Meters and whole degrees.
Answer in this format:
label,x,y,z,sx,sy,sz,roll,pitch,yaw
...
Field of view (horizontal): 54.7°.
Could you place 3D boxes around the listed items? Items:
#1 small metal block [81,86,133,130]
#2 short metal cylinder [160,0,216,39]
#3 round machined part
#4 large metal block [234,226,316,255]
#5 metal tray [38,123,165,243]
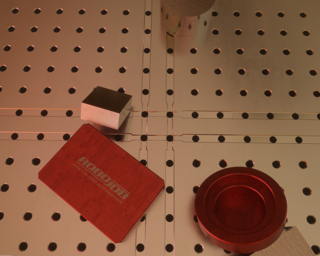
label,x,y,z,sx,sy,sz,roll,pitch,yaw
small metal block,-0.069,-0.028,0.408,0.050,0.025,0.050,17,35,6
short metal cylinder,0.040,-0.183,0.466,0.081,0.050,0.080,0,70,0
round machined part,0.091,0.096,0.354,0.098,0.042,0.098,-9,43,9
large metal block,0.131,0.165,0.339,0.080,0.050,0.080,-28,73,-10
metal tray,-0.071,0.066,0.384,0.130,0.030,0.090,36,74,12
